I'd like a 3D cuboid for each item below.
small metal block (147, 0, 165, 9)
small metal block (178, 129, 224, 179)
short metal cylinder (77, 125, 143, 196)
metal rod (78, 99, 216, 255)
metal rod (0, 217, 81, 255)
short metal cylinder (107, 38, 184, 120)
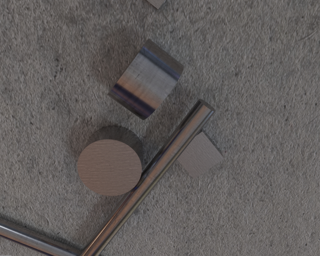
[{"bbox_3d":[-0.007,-0.170,0.347,0.050,0.025,0.050,36,106,-12],"label":"small metal block"},{"bbox_3d":[0.051,0.033,0.422,0.050,0.025,0.050,-37,106,12],"label":"small metal block"},{"bbox_3d":[-0.063,0.042,0.411,0.081,0.050,0.079,0,110,0],"label":"short metal cylinder"},{"bbox_3d":[-0.028,0.086,0.418,0.025,0.025,0.299,33,109,-12],"label":"metal rod"},{"bbox_3d":[-0.135,0.200,0.482,0.301,0.025,0.025,27,108,-10],"label":"metal rod"},{"bbox_3d":[-0.017,-0.056,0.360,0.050,0.080,0.080,36,106,-12],"label":"short metal cylinder"}]
